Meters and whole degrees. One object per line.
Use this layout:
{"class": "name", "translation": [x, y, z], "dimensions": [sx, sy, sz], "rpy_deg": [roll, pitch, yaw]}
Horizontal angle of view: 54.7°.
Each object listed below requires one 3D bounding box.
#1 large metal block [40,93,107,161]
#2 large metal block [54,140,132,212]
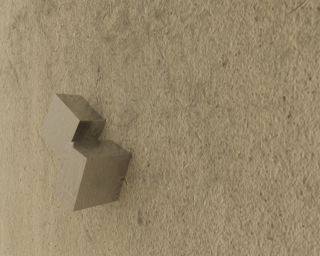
{"class": "large metal block", "translation": [-0.144, -0.001, 0.508], "dimensions": [0.080, 0.050, 0.080], "rpy_deg": [42, 115, 32]}
{"class": "large metal block", "translation": [-0.096, 0.065, 0.449], "dimensions": [0.050, 0.081, 0.079], "rpy_deg": [29, 108, 36]}
